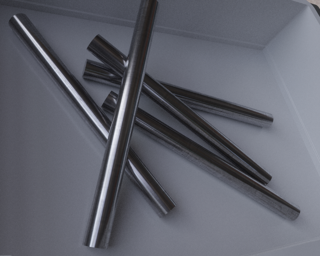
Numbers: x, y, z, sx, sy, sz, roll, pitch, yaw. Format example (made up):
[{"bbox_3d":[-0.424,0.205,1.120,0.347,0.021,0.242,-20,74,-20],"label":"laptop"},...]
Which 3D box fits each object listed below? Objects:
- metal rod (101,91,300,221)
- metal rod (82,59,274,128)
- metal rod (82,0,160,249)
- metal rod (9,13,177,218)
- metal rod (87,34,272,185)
[{"bbox_3d":[0.060,0.041,0.412,0.301,0.025,0.025,31,52,-8],"label":"metal rod"},{"bbox_3d":[0.040,-0.045,0.453,0.302,0.025,0.025,13,56,-21],"label":"metal rod"},{"bbox_3d":[-0.038,-0.023,0.353,0.025,0.025,0.299,17,69,-19],"label":"metal rod"},{"bbox_3d":[-0.085,-0.020,0.371,0.025,0.025,0.300,-34,81,-38],"label":"metal rod"},{"bbox_3d":[0.033,-0.017,0.413,0.301,0.025,0.025,38,51,-11],"label":"metal rod"}]
